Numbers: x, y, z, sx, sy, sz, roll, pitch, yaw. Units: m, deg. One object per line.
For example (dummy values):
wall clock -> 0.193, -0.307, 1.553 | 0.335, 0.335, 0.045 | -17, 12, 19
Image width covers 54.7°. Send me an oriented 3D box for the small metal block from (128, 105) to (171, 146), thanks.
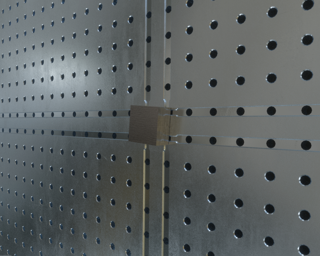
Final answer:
small metal block -> -0.015, -0.004, 0.419 | 0.050, 0.025, 0.050 | 7, 94, 39
